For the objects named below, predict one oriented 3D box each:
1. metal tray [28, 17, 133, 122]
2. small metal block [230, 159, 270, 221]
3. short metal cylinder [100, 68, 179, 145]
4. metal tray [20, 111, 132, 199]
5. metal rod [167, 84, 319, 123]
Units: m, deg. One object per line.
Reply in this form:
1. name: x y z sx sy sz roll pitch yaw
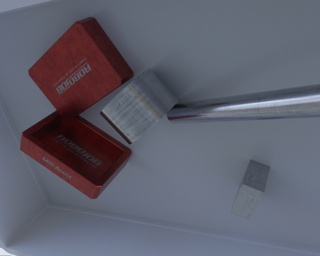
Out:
1. metal tray: -0.109 -0.073 0.416 0.130 0.030 0.090 -27 104 37
2. small metal block: 0.111 0.075 0.380 0.025 0.050 0.050 21 126 15
3. short metal cylinder: -0.024 -0.026 0.369 0.050 0.080 0.080 47 129 -5
4. metal tray: -0.118 0.031 0.446 0.130 0.090 0.030 33 129 6
5. metal rod: 0.099 -0.020 0.262 0.299 0.025 0.025 -1 121 58
